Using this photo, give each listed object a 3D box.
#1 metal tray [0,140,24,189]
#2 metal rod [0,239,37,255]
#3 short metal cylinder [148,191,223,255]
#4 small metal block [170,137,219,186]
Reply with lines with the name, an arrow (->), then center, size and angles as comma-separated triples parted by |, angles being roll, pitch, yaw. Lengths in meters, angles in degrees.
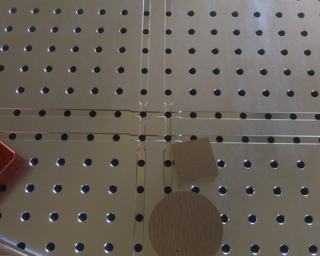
metal tray -> -0.254, 0.036, 0.392 | 0.130, 0.030, 0.090 | 35, 73, 11
metal rod -> -0.229, 0.126, 0.362 | 0.301, 0.025, 0.025 | 21, 71, 7
short metal cylinder -> 0.028, 0.116, 0.356 | 0.081, 0.050, 0.080 | 0, 70, 0
small metal block -> 0.043, 0.043, 0.396 | 0.050, 0.025, 0.050 | -11, 71, -5
